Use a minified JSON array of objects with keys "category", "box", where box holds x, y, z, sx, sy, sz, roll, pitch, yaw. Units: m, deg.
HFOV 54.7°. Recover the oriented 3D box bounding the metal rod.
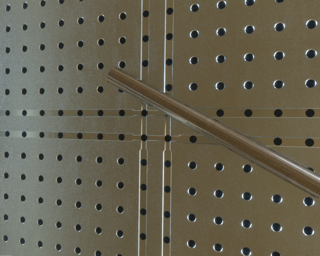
[{"category":"metal rod","box":[0.058,-0.003,0.391,0.301,0.025,0.025,30,100,17]}]
